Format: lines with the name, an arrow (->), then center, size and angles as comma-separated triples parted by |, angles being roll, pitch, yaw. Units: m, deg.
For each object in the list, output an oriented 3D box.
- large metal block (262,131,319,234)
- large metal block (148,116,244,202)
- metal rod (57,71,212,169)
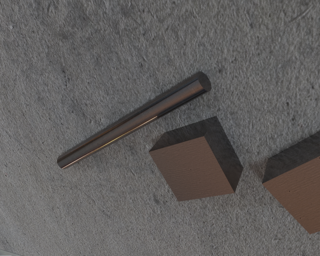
large metal block -> 0.173, 0.058, 0.335 | 0.080, 0.050, 0.080 | 46, 129, -5
large metal block -> 0.047, 0.041, 0.390 | 0.080, 0.050, 0.080 | -19, 109, 35
metal rod -> -0.057, 0.003, 0.436 | 0.299, 0.025, 0.025 | -27, 104, 37
